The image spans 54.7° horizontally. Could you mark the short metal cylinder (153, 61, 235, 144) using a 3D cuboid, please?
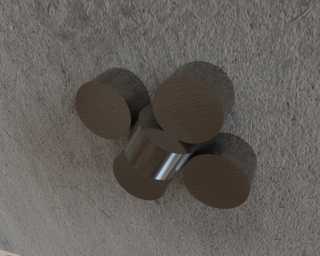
[{"bbox_3d":[0.039,-0.029,0.350,0.080,0.050,0.079,13,124,20],"label":"short metal cylinder"}]

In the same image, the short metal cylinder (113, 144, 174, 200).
[{"bbox_3d":[-0.018,0.053,0.432,0.080,0.050,0.079,13,124,20],"label":"short metal cylinder"}]

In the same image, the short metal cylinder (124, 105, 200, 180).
[{"bbox_3d":[0.003,0.016,0.380,0.080,0.080,0.050,34,129,5],"label":"short metal cylinder"}]

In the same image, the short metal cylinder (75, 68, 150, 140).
[{"bbox_3d":[-0.061,-0.032,0.402,0.080,0.050,0.079,13,124,20],"label":"short metal cylinder"}]

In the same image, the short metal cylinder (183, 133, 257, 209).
[{"bbox_3d":[0.075,0.052,0.383,0.080,0.050,0.079,13,124,20],"label":"short metal cylinder"}]
